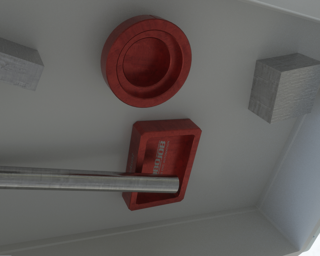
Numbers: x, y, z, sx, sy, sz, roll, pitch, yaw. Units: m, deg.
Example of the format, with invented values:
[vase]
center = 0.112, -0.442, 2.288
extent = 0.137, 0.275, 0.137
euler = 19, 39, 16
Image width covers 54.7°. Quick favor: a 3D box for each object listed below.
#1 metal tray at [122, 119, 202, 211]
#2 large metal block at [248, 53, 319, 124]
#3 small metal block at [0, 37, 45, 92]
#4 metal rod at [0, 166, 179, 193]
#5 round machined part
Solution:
[metal tray]
center = 0.001, 0.052, 0.439
extent = 0.091, 0.030, 0.129
euler = -4, 120, -27
[large metal block]
center = 0.185, -0.060, 0.459
extent = 0.081, 0.050, 0.079
euler = -14, 124, -21
[small metal block]
center = -0.138, -0.061, 0.280
extent = 0.050, 0.050, 0.025
euler = 15, 110, -35
[metal rod]
center = -0.117, 0.060, 0.358
extent = 0.302, 0.025, 0.025
euler = 7, 115, -24
[round machined part]
center = -0.018, -0.075, 0.343
extent = 0.099, 0.042, 0.097
euler = -14, 125, -21
